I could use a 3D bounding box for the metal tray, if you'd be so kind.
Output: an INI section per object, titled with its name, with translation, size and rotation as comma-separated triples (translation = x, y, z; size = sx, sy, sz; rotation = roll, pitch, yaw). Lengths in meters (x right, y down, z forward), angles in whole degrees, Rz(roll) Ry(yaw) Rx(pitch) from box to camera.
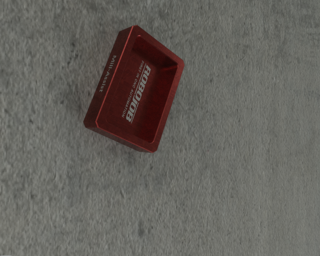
[metal tray]
translation = -0.027, -0.045, 0.377
size = 0.090, 0.030, 0.130
rotation = 29, 72, -36
